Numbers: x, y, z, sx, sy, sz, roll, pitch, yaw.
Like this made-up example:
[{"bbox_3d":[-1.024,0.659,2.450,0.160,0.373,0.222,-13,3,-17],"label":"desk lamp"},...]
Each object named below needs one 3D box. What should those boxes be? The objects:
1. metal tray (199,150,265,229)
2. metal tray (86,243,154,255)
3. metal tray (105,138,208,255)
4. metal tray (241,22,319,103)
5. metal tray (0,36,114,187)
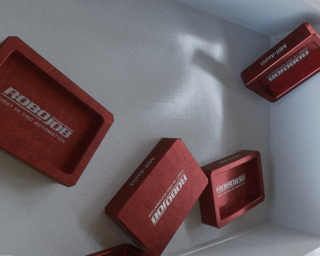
[{"bbox_3d":[0.118,0.094,0.501,0.131,0.030,0.089,-14,99,-39],"label":"metal tray"},{"bbox_3d":[-0.033,0.160,0.311,0.091,0.130,0.030,-2,92,-40],"label":"metal tray"},{"bbox_3d":[0.002,0.087,0.405,0.130,0.030,0.090,-50,120,-28],"label":"metal tray"},{"bbox_3d":[0.214,-0.103,0.519,0.091,0.129,0.030,21,43,-37],"label":"metal tray"},{"bbox_3d":[-0.119,-0.012,0.303,0.130,0.030,0.090,42,65,-32],"label":"metal tray"}]
